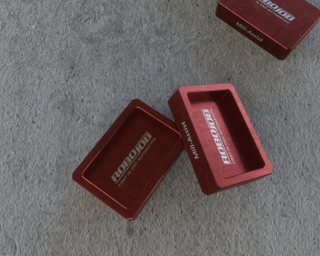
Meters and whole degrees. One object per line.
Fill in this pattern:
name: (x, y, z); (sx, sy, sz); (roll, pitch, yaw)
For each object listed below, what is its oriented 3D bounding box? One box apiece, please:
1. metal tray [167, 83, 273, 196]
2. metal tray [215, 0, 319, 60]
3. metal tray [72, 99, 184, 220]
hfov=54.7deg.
metal tray: (0.073, 0.008, 0.383); (0.091, 0.030, 0.130); (-8, 68, -31)
metal tray: (0.163, -0.174, 0.470); (0.130, 0.030, 0.090); (40, 75, 13)
metal tray: (-0.033, 0.038, 0.391); (0.090, 0.030, 0.130); (33, 73, 11)
